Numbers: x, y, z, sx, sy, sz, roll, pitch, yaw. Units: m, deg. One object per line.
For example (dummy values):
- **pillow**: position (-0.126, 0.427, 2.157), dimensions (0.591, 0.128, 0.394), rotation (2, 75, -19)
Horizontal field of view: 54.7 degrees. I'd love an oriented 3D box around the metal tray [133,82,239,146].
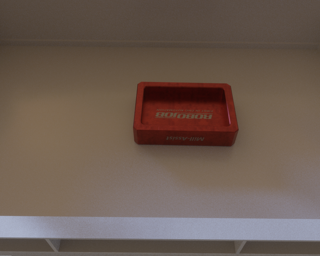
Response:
- **metal tray**: position (0.033, -0.021, 0.419), dimensions (0.131, 0.030, 0.090), rotation (1, 50, 0)
